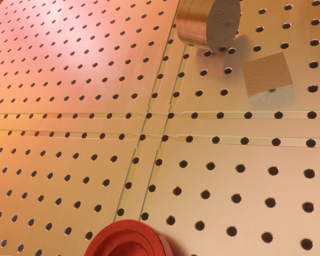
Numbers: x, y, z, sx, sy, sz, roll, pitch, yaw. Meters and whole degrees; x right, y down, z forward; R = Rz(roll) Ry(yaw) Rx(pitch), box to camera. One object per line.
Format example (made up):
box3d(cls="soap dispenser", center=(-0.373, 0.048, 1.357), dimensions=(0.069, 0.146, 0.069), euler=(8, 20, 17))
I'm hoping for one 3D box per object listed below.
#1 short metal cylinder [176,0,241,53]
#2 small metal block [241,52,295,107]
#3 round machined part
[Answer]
box3d(cls="short metal cylinder", center=(0.068, -0.149, 0.428), dimensions=(0.050, 0.080, 0.080), euler=(26, 76, 36))
box3d(cls="small metal block", center=(0.130, -0.059, 0.376), dimensions=(0.050, 0.025, 0.050), euler=(-14, 56, 20))
box3d(cls="round machined part", center=(-0.030, 0.149, 0.321), dimensions=(0.098, 0.042, 0.098), euler=(-13, 56, 20))
